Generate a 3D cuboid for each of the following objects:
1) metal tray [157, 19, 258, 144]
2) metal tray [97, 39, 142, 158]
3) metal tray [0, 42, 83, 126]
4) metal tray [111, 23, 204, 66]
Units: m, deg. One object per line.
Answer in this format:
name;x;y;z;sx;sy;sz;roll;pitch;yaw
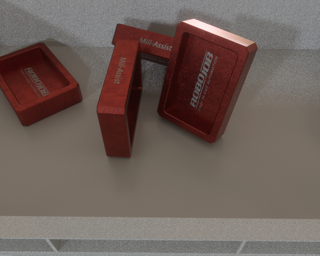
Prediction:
metal tray;0.052;-0.056;0.383;0.090;0.129;0.030;30;36;22
metal tray;-0.046;-0.039;0.395;0.030;0.089;0.130;4;50;3
metal tray;-0.186;-0.070;0.457;0.091;0.030;0.130;-29;56;-23
metal tray;0.006;-0.114;0.460;0.130;0.090;0.030;19;96;14
